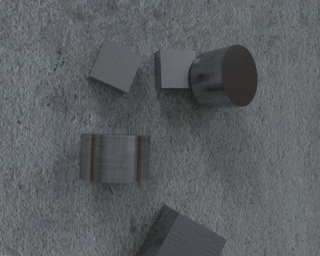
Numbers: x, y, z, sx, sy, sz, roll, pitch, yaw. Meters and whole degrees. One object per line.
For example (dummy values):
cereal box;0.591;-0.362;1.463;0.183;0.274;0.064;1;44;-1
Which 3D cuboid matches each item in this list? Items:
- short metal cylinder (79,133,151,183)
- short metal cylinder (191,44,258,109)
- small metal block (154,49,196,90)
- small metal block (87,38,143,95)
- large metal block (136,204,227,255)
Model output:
short metal cylinder;-0.052;0.032;0.361;0.081;0.080;0.050;2;90;-20
short metal cylinder;0.087;-0.067;0.415;0.081;0.050;0.079;1;89;-42
small metal block;0.020;-0.077;0.418;0.050;0.025;0.050;-2;91;-20
small metal block;-0.057;-0.076;0.389;0.050;0.025;0.050;23;82;-19
large metal block;0.027;0.159;0.407;0.080;0.050;0.080;33;79;-18
